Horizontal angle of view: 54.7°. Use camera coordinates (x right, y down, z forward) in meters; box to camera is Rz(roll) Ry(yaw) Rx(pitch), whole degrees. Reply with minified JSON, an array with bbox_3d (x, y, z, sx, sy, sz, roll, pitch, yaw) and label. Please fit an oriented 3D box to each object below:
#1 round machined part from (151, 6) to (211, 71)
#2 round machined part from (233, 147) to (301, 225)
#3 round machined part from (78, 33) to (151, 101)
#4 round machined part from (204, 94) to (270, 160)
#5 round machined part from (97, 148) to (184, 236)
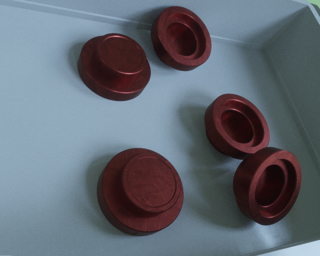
[{"bbox_3d":[0.028,-0.134,0.481,0.099,0.042,0.098,9,73,-29],"label":"round machined part"},{"bbox_3d":[0.134,0.072,0.403,0.099,0.042,0.097,-7,103,-30],"label":"round machined part"},{"bbox_3d":[-0.057,-0.088,0.418,0.099,0.042,0.098,14,56,-21],"label":"round machined part"},{"bbox_3d":[0.106,0.002,0.451,0.099,0.042,0.098,14,56,-21],"label":"round machined part"},{"bbox_3d":[-0.016,0.066,0.345,0.099,0.042,0.098,14,56,-21],"label":"round machined part"}]
